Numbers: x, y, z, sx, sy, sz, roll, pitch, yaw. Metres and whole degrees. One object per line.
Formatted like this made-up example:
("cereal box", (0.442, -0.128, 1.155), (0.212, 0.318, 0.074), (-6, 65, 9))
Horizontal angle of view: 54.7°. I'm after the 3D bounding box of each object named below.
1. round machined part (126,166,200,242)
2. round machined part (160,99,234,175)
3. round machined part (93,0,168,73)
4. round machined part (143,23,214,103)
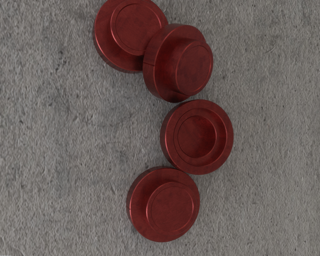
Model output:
("round machined part", (0.009, 0.100, 0.403), (0.099, 0.042, 0.097), (0, 90, -20))
("round machined part", (0.046, 0.012, 0.417), (0.099, 0.042, 0.097), (0, 90, -20))
("round machined part", (-0.032, -0.120, 0.388), (0.099, 0.042, 0.097), (0, 90, -20))
("round machined part", (0.029, -0.078, 0.387), (0.099, 0.042, 0.097), (-23, 125, -37))
